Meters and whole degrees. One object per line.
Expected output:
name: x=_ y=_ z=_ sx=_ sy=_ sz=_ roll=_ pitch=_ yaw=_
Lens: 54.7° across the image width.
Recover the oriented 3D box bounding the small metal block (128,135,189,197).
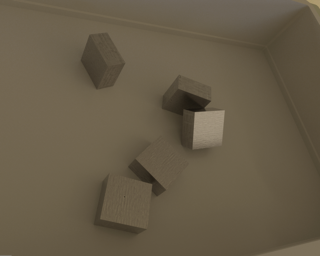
small metal block: x=-0.001 y=0.045 z=0.377 sx=0.050 sy=0.025 sz=0.050 roll=45 pitch=51 yaw=3

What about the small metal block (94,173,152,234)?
small metal block: x=-0.039 y=0.082 z=0.335 sx=0.050 sy=0.025 sz=0.050 roll=18 pitch=55 yaw=-18

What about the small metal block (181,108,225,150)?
small metal block: x=0.058 y=0.000 z=0.420 sx=0.050 sy=0.025 sz=0.050 roll=-5 pitch=104 yaw=-31

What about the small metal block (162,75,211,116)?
small metal block: x=0.037 y=-0.042 z=0.435 sx=0.050 sy=0.050 sz=0.025 roll=18 pitch=54 yaw=-18

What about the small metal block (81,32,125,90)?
small metal block: x=-0.075 y=-0.086 z=0.402 sx=0.025 sy=0.050 sz=0.050 roll=-20 pitch=73 yaw=-36
